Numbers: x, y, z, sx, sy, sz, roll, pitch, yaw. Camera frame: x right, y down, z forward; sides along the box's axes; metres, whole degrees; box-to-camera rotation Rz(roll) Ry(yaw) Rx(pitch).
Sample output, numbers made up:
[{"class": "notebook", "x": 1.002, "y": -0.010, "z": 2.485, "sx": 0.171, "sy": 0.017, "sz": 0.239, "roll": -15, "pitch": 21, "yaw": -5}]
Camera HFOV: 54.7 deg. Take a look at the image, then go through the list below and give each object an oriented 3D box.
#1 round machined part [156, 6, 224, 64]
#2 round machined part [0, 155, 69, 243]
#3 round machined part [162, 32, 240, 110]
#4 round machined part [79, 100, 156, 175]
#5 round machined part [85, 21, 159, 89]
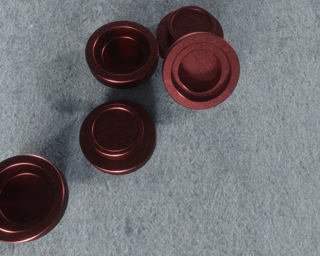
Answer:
[{"class": "round machined part", "x": 0.044, "y": -0.137, "z": 0.450, "sx": 0.099, "sy": 0.042, "sz": 0.098, "roll": 0, "pitch": 70, "yaw": -1}, {"class": "round machined part", "x": -0.157, "y": 0.084, "z": 0.367, "sx": 0.099, "sy": 0.042, "sz": 0.098, "roll": 0, "pitch": 70, "yaw": -1}, {"class": "round machined part", "x": 0.051, "y": -0.077, "z": 0.410, "sx": 0.099, "sy": 0.042, "sz": 0.097, "roll": -1, "pitch": 111, "yaw": -2}, {"class": "round machined part", "x": -0.054, "y": 0.008, "z": 0.395, "sx": 0.099, "sy": 0.042, "sz": 0.098, "roll": 0, "pitch": 70, "yaw": -1}, {"class": "round machined part", "x": -0.051, "y": -0.098, "z": 0.434, "sx": 0.099, "sy": 0.042, "sz": 0.098, "roll": 0, "pitch": 70, "yaw": -1}]
